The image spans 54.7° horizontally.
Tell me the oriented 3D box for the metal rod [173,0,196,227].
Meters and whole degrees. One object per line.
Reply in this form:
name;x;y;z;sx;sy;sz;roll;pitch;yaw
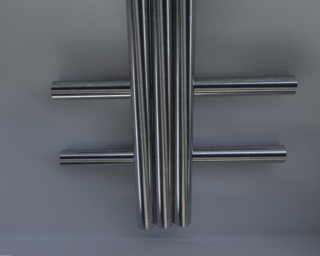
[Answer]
metal rod;0.028;-0.010;0.379;0.025;0.025;0.298;-1;110;0

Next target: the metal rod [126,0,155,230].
metal rod;-0.022;-0.006;0.380;0.025;0.025;0.298;-1;110;0

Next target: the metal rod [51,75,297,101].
metal rod;0.018;-0.051;0.392;0.302;0.025;0.025;-1;110;0

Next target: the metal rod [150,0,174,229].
metal rod;0.004;-0.008;0.379;0.025;0.025;0.298;-1;110;0

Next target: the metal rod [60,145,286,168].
metal rod;0.018;0.039;0.425;0.302;0.025;0.025;-1;110;0
